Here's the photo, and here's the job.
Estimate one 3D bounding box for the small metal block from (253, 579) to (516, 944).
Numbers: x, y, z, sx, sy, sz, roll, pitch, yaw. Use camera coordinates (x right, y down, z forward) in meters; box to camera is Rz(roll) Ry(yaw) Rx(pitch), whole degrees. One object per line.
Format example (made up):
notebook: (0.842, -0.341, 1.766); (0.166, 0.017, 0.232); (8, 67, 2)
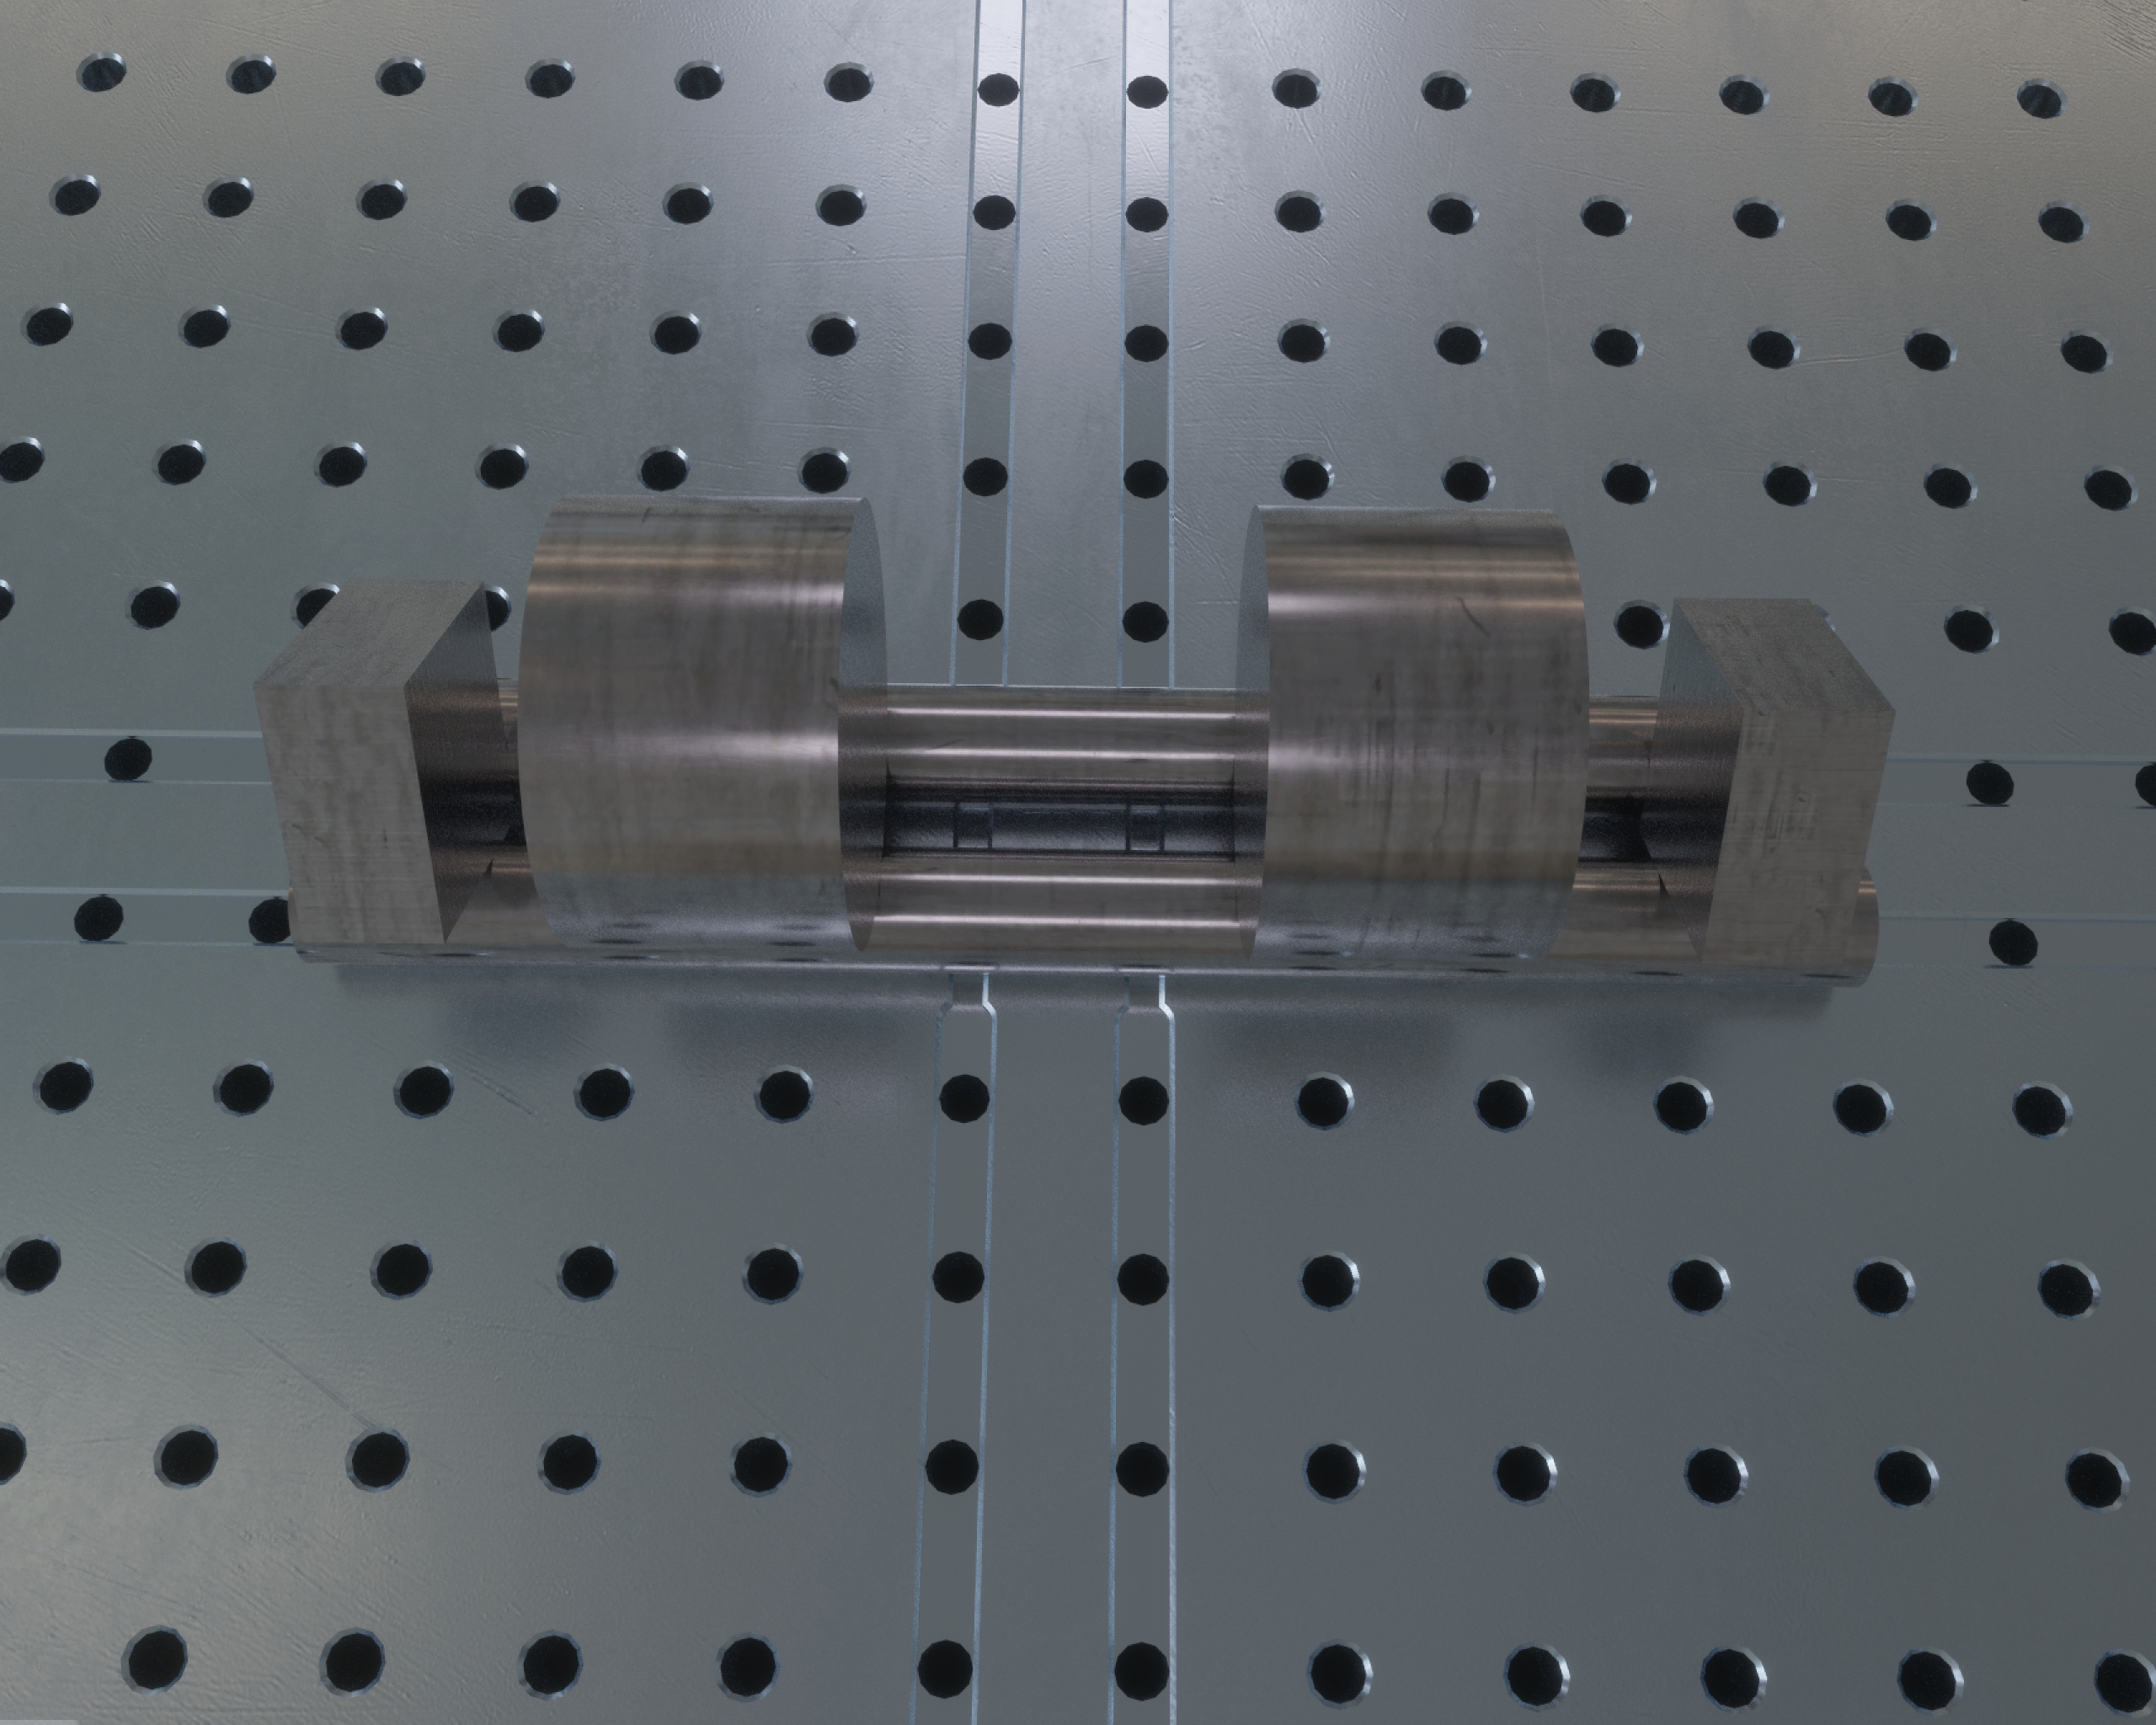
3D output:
small metal block: (-0.124, -0.019, 0.381); (0.025, 0.050, 0.050); (1, 28, 1)

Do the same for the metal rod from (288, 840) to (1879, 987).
metal rod: (0.001, 0.010, 0.408); (0.302, 0.025, 0.025); (1, 70, 0)

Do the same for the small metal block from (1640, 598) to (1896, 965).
small metal block: (0.124, -0.016, 0.381); (0.025, 0.050, 0.050); (0, 29, 1)

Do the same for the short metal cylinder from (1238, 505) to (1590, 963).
short metal cylinder: (0.056, -0.022, 0.368); (0.050, 0.080, 0.080); (1, 70, 0)

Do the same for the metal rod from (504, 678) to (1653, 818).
metal rod: (0.004, -0.023, 0.420); (0.302, 0.025, 0.025); (1, 70, 0)

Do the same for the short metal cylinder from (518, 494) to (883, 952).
short metal cylinder: (-0.063, -0.024, 0.368); (0.050, 0.080, 0.080); (1, 70, 0)
